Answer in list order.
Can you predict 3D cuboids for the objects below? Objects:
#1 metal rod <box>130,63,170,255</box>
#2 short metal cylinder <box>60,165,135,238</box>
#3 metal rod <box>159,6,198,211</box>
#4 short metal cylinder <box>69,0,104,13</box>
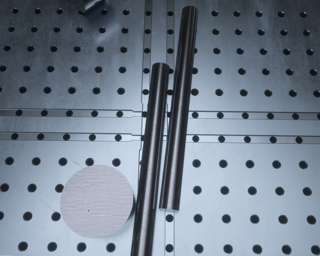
[{"bbox_3d":[-0.012,0.053,0.392,0.025,0.025,0.299,5,70,2],"label":"metal rod"},{"bbox_3d":[-0.070,0.088,0.366,0.081,0.050,0.080,0,70,0],"label":"short metal cylinder"},{"bbox_3d":[0.029,-0.040,0.426,0.025,0.025,0.299,7,70,2],"label":"metal rod"},{"bbox_3d":[-0.117,-0.222,0.463,0.050,0.080,0.080,-40,75,-13],"label":"short metal cylinder"}]
